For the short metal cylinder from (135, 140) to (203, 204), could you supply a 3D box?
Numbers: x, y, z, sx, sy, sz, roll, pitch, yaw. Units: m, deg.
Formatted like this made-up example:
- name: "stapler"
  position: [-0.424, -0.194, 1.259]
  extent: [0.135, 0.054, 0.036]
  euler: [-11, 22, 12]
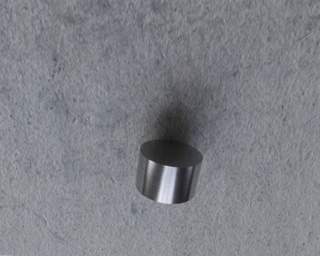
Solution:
- name: "short metal cylinder"
  position: [0.011, 0.054, 0.401]
  extent: [0.081, 0.080, 0.050]
  euler: [8, 110, -3]
